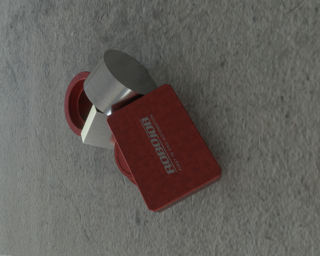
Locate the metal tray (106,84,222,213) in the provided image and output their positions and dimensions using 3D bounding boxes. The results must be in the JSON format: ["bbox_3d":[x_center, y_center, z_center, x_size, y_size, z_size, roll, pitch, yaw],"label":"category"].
[{"bbox_3d":[0.003,0.022,0.370,0.090,0.030,0.130,-29,69,2],"label":"metal tray"}]

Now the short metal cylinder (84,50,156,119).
[{"bbox_3d":[-0.053,-0.058,0.413,0.050,0.081,0.080,-45,63,30],"label":"short metal cylinder"}]

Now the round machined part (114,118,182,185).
[{"bbox_3d":[-0.023,0.031,0.412,0.098,0.042,0.097,0,90,39],"label":"round machined part"}]

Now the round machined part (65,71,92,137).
[{"bbox_3d":[-0.100,-0.035,0.475,0.098,0.042,0.097,0,90,39],"label":"round machined part"}]

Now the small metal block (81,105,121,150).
[{"bbox_3d":[-0.075,-0.001,0.426,0.050,0.050,0.025,-63,31,20],"label":"small metal block"}]
